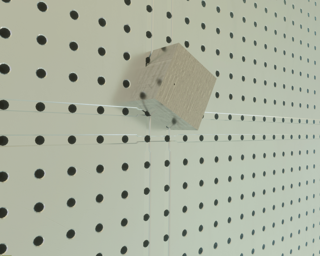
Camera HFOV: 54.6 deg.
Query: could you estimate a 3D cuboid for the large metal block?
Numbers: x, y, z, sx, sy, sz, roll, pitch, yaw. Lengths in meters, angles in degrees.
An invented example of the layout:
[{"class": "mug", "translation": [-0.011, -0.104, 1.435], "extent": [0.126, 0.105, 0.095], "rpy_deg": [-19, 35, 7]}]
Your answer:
[{"class": "large metal block", "translation": [0.020, -0.051, 0.408], "extent": [0.080, 0.050, 0.080], "rpy_deg": [34, 69, -35]}]
